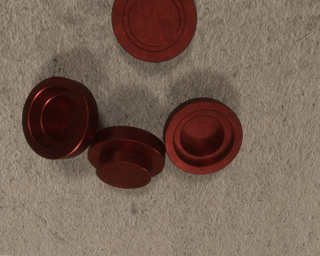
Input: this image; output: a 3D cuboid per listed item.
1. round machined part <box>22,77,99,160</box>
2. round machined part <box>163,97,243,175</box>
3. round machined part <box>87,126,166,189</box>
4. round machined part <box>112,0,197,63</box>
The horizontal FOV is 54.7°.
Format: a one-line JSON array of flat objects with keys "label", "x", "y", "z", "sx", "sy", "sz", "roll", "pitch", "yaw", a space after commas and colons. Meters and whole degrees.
[{"label": "round machined part", "x": -0.116, "y": -0.011, "z": 0.380, "sx": 0.098, "sy": 0.042, "sz": 0.097, "roll": -1, "pitch": 87, "yaw": 23}, {"label": "round machined part", "x": 0.052, "y": 0.008, "z": 0.402, "sx": 0.099, "sy": 0.042, "sz": 0.097, "roll": -2, "pitch": 108, "yaw": -5}, {"label": "round machined part", "x": -0.043, "y": 0.043, "z": 0.393, "sx": 0.099, "sy": 0.042, "sz": 0.097, "roll": 3, "pitch": 142, "yaw": 3}, {"label": "round machined part", "x": -0.006, "y": -0.124, "z": 0.355, "sx": 0.099, "sy": 0.042, "sz": 0.097, "roll": 0, "pitch": 110, "yaw": -1}]
